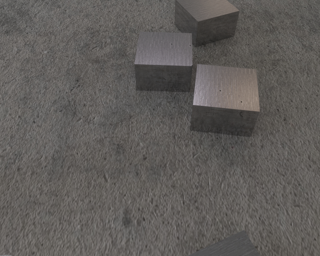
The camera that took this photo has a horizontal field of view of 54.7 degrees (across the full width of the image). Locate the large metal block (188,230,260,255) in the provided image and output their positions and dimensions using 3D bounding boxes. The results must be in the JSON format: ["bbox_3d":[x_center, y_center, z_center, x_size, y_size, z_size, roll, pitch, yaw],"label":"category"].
[{"bbox_3d":[0.055,0.148,0.263,0.081,0.050,0.080,-18,53,-15],"label":"large metal block"}]

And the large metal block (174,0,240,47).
[{"bbox_3d":[0.081,-0.196,0.552,0.081,0.050,0.080,-20,53,-16],"label":"large metal block"}]

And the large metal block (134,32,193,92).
[{"bbox_3d":[0.007,-0.101,0.472,0.080,0.050,0.080,2,50,2],"label":"large metal block"}]

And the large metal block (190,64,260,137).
[{"bbox_3d":[0.086,-0.038,0.420,0.080,0.050,0.080,6,50,5],"label":"large metal block"}]
